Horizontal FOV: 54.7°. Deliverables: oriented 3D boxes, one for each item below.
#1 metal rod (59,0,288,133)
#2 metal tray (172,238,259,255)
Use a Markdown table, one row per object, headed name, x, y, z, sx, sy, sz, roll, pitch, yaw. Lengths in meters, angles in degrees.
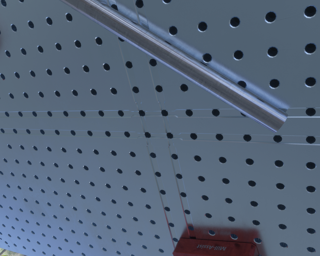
| name | x | y | z | sx | sy | sz | roll | pitch | yaw |
| --- | --- | --- | --- | --- | --- | --- | --- | --- | --- |
| metal rod | 0.006 | -0.086 | 0.353 | 0.301 | 0.025 | 0.025 | 33 | 129 | 6 |
| metal tray | 0.095 | 0.224 | 0.495 | 0.130 | 0.030 | 0.090 | -8 | 115 | 31 |
